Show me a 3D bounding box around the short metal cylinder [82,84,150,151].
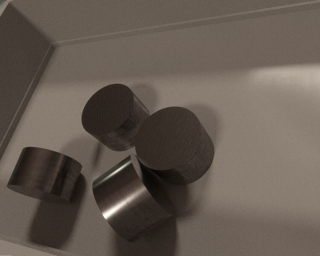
[{"bbox_3d":[-0.060,-0.014,0.428,0.080,0.050,0.080,-13,56,20],"label":"short metal cylinder"}]

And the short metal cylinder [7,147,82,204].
[{"bbox_3d":[-0.150,0.064,0.408,0.080,0.080,0.050,-1,61,27],"label":"short metal cylinder"}]

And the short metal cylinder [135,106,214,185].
[{"bbox_3d":[0.018,0.022,0.366,0.080,0.050,0.080,-13,56,20],"label":"short metal cylinder"}]

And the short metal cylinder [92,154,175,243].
[{"bbox_3d":[-0.028,0.075,0.338,0.050,0.080,0.080,-36,51,4],"label":"short metal cylinder"}]
